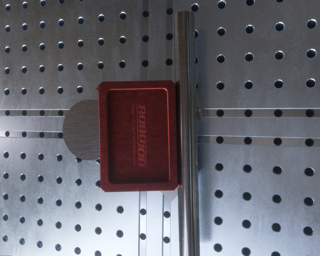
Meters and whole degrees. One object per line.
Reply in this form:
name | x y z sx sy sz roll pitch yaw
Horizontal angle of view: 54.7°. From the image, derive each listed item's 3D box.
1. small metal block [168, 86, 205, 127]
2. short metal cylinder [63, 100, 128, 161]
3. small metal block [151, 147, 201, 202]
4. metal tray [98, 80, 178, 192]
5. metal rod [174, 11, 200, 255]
small metal block | 0.026 -0.029 0.403 0.050 0.025 0.050 -16 85 19
short metal cylinder | -0.085 0.002 0.427 0.080 0.050 0.079 0 90 19
small metal block | 0.016 0.059 0.405 0.050 0.025 0.050 41 102 15
metal tray | -0.026 0.009 0.376 0.091 0.030 0.129 -1 90 0
metal rod | 0.033 0.012 0.373 0.025 0.025 0.298 -1 90 19
